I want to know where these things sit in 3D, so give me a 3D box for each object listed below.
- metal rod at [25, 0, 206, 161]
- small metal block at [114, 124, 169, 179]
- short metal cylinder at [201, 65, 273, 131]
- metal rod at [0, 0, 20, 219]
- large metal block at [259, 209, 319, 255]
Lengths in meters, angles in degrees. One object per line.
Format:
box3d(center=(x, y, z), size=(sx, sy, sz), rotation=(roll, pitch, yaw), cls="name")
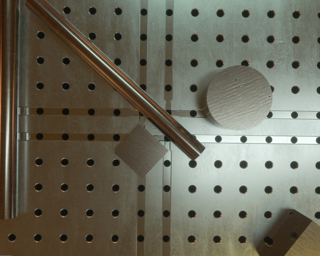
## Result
box3d(center=(-0.058, -0.067, 0.412), size=(0.300, 0.025, 0.025), rotation=(43, 90, -1), cls="metal rod")
box3d(center=(-0.024, 0.030, 0.413), size=(0.050, 0.025, 0.050), rotation=(43, 90, -1), cls="small metal block")
box3d(center=(0.097, -0.037, 0.402), size=(0.081, 0.050, 0.079), rotation=(0, 90, -1), cls="short metal cylinder")
box3d(center=(-0.201, -0.032, 0.410), size=(0.025, 0.025, 0.298), rotation=(1, 90, -1), cls="metal rod")
box3d(center=(0.193, 0.169, 0.404), size=(0.080, 0.050, 0.080), rotation=(39, 90, -1), cls="large metal block")
